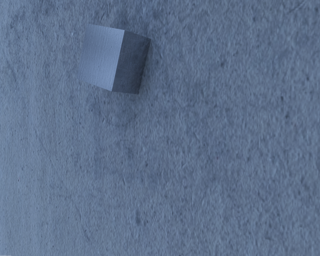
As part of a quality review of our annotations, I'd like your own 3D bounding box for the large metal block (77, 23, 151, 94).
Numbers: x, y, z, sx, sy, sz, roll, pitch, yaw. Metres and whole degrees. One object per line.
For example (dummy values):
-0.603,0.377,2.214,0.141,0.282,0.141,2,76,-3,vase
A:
-0.067,-0.098,0.442,0.080,0.050,0.079,23,104,37,large metal block
